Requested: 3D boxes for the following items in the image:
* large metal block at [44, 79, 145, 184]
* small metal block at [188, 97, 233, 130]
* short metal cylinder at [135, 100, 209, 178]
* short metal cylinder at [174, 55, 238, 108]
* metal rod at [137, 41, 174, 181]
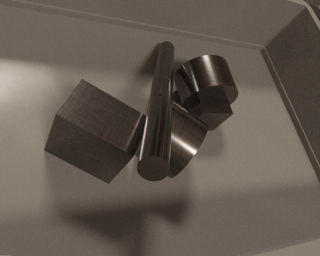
[{"bbox_3d":[-0.068,0.007,0.330,0.080,0.080,0.050,30,52,-10],"label":"large metal block"},{"bbox_3d":[0.065,-0.019,0.438,0.050,0.050,0.025,1,62,-28],"label":"small metal block"},{"bbox_3d":[0.013,0.013,0.371,0.050,0.080,0.080,35,51,-6],"label":"short metal cylinder"},{"bbox_3d":[0.065,-0.059,0.443,0.081,0.080,0.050,1,61,-28],"label":"short metal cylinder"},{"bbox_3d":[0.003,-0.047,0.364,0.025,0.025,0.300,26,29,-12],"label":"metal rod"}]
